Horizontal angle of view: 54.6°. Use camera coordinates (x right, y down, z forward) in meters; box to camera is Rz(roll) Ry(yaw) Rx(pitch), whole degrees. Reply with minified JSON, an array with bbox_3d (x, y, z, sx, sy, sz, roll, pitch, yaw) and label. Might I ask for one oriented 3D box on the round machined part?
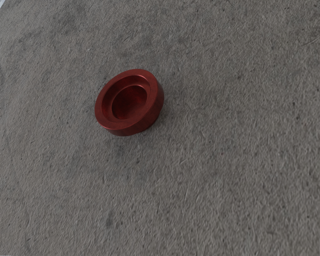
[{"bbox_3d":[-0.038,-0.031,0.433,0.098,0.042,0.098,-13,56,21],"label":"round machined part"}]
